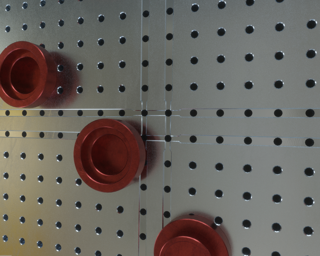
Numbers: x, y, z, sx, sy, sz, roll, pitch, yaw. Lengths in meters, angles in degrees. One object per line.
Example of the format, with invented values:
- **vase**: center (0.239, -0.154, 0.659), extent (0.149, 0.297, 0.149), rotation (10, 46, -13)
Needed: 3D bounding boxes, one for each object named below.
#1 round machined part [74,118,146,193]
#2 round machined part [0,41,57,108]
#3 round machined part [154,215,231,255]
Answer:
- **round machined part**: center (-0.065, 0.036, 0.425), extent (0.098, 0.042, 0.097), rotation (0, 90, 19)
- **round machined part**: center (-0.198, -0.079, 0.471), extent (0.098, 0.042, 0.097), rotation (0, 90, 19)
- **round machined part**: center (0.038, 0.164, 0.390), extent (0.098, 0.042, 0.097), rotation (0, 90, 19)
